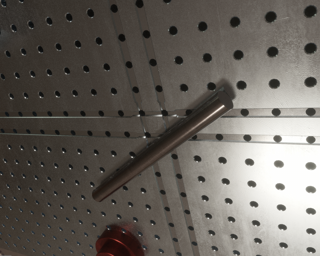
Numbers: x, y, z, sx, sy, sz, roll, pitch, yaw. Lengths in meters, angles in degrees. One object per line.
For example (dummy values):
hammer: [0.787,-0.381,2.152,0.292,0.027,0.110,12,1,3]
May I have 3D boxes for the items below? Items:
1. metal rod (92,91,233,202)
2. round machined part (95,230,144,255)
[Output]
metal rod: [-0.016,0.042,0.444,0.025,0.025,0.299,47,129,-5]
round machined part: [-0.083,0.247,0.595,0.098,0.042,0.097,13,124,20]
